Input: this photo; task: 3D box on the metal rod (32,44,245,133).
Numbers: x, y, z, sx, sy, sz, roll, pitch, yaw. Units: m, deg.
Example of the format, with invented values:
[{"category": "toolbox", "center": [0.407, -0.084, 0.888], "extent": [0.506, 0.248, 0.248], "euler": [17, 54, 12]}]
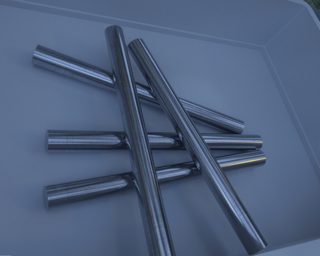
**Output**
[{"category": "metal rod", "center": [-0.016, -0.045, 0.423], "extent": [0.302, 0.025, 0.025], "euler": [18, 55, -18]}]

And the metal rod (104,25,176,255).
[{"category": "metal rod", "center": [-0.028, 0.002, 0.355], "extent": [0.025, 0.025, 0.299], "euler": [0, 62, -29]}]

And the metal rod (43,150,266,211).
[{"category": "metal rod", "center": [0.017, 0.057, 0.380], "extent": [0.303, 0.025, 0.025], "euler": [-5, 65, -31]}]

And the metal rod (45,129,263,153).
[{"category": "metal rod", "center": [0.013, 0.018, 0.401], "extent": [0.303, 0.025, 0.025], "euler": [2, 61, -28]}]

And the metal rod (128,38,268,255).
[{"category": "metal rod", "center": [0.038, 0.011, 0.387], "extent": [0.025, 0.025, 0.299], "euler": [-19, 72, -36]}]
